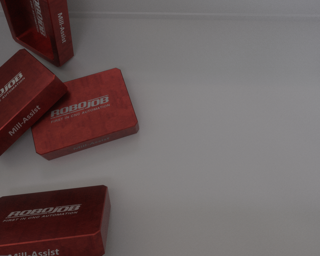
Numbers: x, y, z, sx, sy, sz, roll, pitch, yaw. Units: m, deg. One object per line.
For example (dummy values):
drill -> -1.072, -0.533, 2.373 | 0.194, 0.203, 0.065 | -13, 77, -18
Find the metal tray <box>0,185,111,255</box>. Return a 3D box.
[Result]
metal tray -> -0.124, 0.105, 0.337 | 0.131, 0.090, 0.030 | -6, 111, -2

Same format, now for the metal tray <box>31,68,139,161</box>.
metal tray -> -0.103, -0.020, 0.413 | 0.131, 0.030, 0.090 | -17, 71, -7

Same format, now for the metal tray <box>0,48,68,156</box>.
metal tray -> -0.195, -0.033, 0.397 | 0.090, 0.030, 0.130 | 38, 79, 30

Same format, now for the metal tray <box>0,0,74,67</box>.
metal tray -> -0.164, -0.151, 0.406 | 0.090, 0.129, 0.030 | 31, 59, 10
